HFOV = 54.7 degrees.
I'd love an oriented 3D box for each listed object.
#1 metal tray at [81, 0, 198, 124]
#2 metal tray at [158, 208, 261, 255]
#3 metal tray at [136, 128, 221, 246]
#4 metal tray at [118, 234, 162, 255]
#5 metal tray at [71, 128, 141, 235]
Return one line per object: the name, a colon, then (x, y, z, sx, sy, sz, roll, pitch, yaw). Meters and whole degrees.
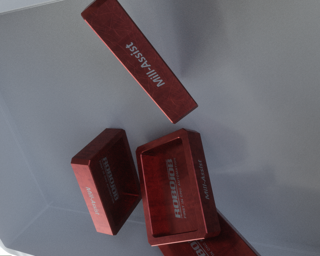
metal tray: (-0.019, -0.073, 0.309, 0.030, 0.090, 0.130, -38, 115, 8)
metal tray: (0.056, 0.153, 0.393, 0.030, 0.090, 0.130, 43, -179, -45)
metal tray: (0.018, 0.075, 0.392, 0.090, 0.030, 0.129, -24, 66, 36)
metal tray: (-0.005, 0.249, 0.562, 0.130, 0.030, 0.089, 5, 121, 25)
metal tray: (-0.071, 0.076, 0.449, 0.030, 0.090, 0.129, 2, 120, 27)
